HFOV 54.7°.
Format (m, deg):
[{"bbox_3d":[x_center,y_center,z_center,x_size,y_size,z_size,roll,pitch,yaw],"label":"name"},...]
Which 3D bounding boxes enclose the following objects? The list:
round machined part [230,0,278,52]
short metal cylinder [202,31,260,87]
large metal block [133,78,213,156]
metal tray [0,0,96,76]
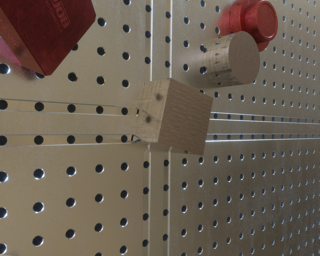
[{"bbox_3d":[0.169,-0.182,0.539,0.099,0.042,0.097,0,90,-40],"label":"round machined part"},{"bbox_3d":[0.113,-0.106,0.487,0.081,0.050,0.080,0,90,-40],"label":"short metal cylinder"},{"bbox_3d":[0.019,-0.012,0.408,0.080,0.050,0.080,19,78,-39],"label":"large metal block"},{"bbox_3d":[-0.106,-0.119,0.267,0.090,0.030,0.130,-60,163,-22],"label":"metal tray"}]
